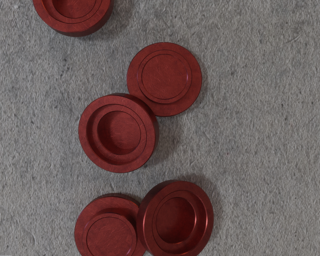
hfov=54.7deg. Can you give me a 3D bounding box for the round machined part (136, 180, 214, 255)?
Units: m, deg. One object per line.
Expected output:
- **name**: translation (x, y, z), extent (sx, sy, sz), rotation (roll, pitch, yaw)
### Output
- **round machined part**: translation (0.015, 0.114, 0.389), extent (0.099, 0.042, 0.097), rotation (2, 85, -27)

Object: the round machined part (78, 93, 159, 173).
- **round machined part**: translation (-0.049, 0.004, 0.392), extent (0.098, 0.042, 0.097), rotation (3, 104, 12)

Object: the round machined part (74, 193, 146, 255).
- **round machined part**: translation (-0.062, 0.137, 0.401), extent (0.099, 0.042, 0.097), rotation (0, 90, 0)

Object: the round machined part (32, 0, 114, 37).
- **round machined part**: translation (-0.108, -0.166, 0.400), extent (0.099, 0.042, 0.097), rotation (0, 90, 0)

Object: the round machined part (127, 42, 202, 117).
- **round machined part**: translation (0.006, -0.063, 0.401), extent (0.099, 0.042, 0.097), rotation (0, 90, 0)
